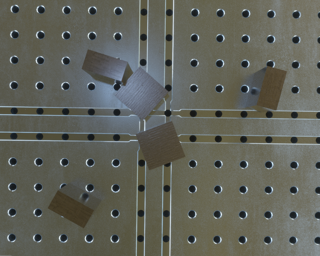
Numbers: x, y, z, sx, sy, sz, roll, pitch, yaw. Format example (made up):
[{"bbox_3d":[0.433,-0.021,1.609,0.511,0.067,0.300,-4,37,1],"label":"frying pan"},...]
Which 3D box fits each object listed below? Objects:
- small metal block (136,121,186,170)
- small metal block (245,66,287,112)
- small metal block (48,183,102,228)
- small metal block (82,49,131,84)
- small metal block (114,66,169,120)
[{"bbox_3d":[0.001,0.023,0.413,0.050,0.025,0.050,-20,90,-1],"label":"small metal block"},{"bbox_3d":[0.136,-0.049,0.403,0.025,0.050,0.050,15,90,0],"label":"small metal block"},{"bbox_3d":[-0.108,0.098,0.400,0.050,0.050,0.025,29,90,-1],"label":"small metal block"},{"bbox_3d":[-0.067,-0.076,0.400,0.050,0.050,0.025,17,90,0],"label":"small metal block"},{"bbox_3d":[-0.024,-0.045,0.413,0.050,0.025,0.050,42,90,-1],"label":"small metal block"}]
